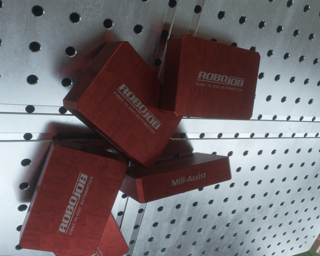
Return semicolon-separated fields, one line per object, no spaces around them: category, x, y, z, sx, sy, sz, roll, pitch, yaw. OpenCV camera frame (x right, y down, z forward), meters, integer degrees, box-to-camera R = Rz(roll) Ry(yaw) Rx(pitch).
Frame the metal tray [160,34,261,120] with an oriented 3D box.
metal tray;0.066;-0.058;0.385;0.131;0.030;0.089;2;98;-35

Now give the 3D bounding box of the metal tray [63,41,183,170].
metal tray;-0.033;-0.022;0.355;0.130;0.030;0.090;47;67;-40

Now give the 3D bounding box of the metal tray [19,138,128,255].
metal tray;-0.104;0.086;0.377;0.091;0.030;0.129;19;96;-24

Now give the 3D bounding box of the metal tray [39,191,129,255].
metal tray;-0.106;0.155;0.447;0.091;0.030;0.129;-25;128;-13

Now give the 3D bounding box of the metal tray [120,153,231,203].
metal tray;0.017;0.062;0.416;0.131;0.090;0.030;-10;94;-24
